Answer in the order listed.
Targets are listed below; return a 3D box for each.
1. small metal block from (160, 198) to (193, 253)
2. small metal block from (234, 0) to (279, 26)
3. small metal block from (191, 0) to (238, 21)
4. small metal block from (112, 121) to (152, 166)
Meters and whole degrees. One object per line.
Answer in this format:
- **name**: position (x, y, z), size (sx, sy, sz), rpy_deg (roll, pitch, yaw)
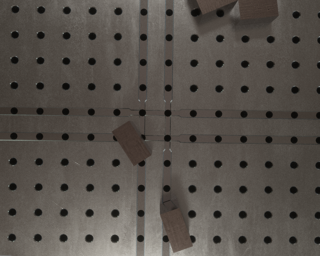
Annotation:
- **small metal block**: position (0.020, 0.124, 0.401), size (0.025, 0.050, 0.050), rpy_deg (-19, 90, 0)
- **small metal block**: position (0.127, -0.168, 0.415), size (0.050, 0.025, 0.050), rpy_deg (-7, 90, -1)
- **small metal block**: position (0.069, -0.180, 0.414), size (0.050, 0.025, 0.050), rpy_deg (-23, 90, 0)
- **small metal block**: position (-0.035, 0.019, 0.400), size (0.025, 0.050, 0.050), rpy_deg (-33, 90, 0)
